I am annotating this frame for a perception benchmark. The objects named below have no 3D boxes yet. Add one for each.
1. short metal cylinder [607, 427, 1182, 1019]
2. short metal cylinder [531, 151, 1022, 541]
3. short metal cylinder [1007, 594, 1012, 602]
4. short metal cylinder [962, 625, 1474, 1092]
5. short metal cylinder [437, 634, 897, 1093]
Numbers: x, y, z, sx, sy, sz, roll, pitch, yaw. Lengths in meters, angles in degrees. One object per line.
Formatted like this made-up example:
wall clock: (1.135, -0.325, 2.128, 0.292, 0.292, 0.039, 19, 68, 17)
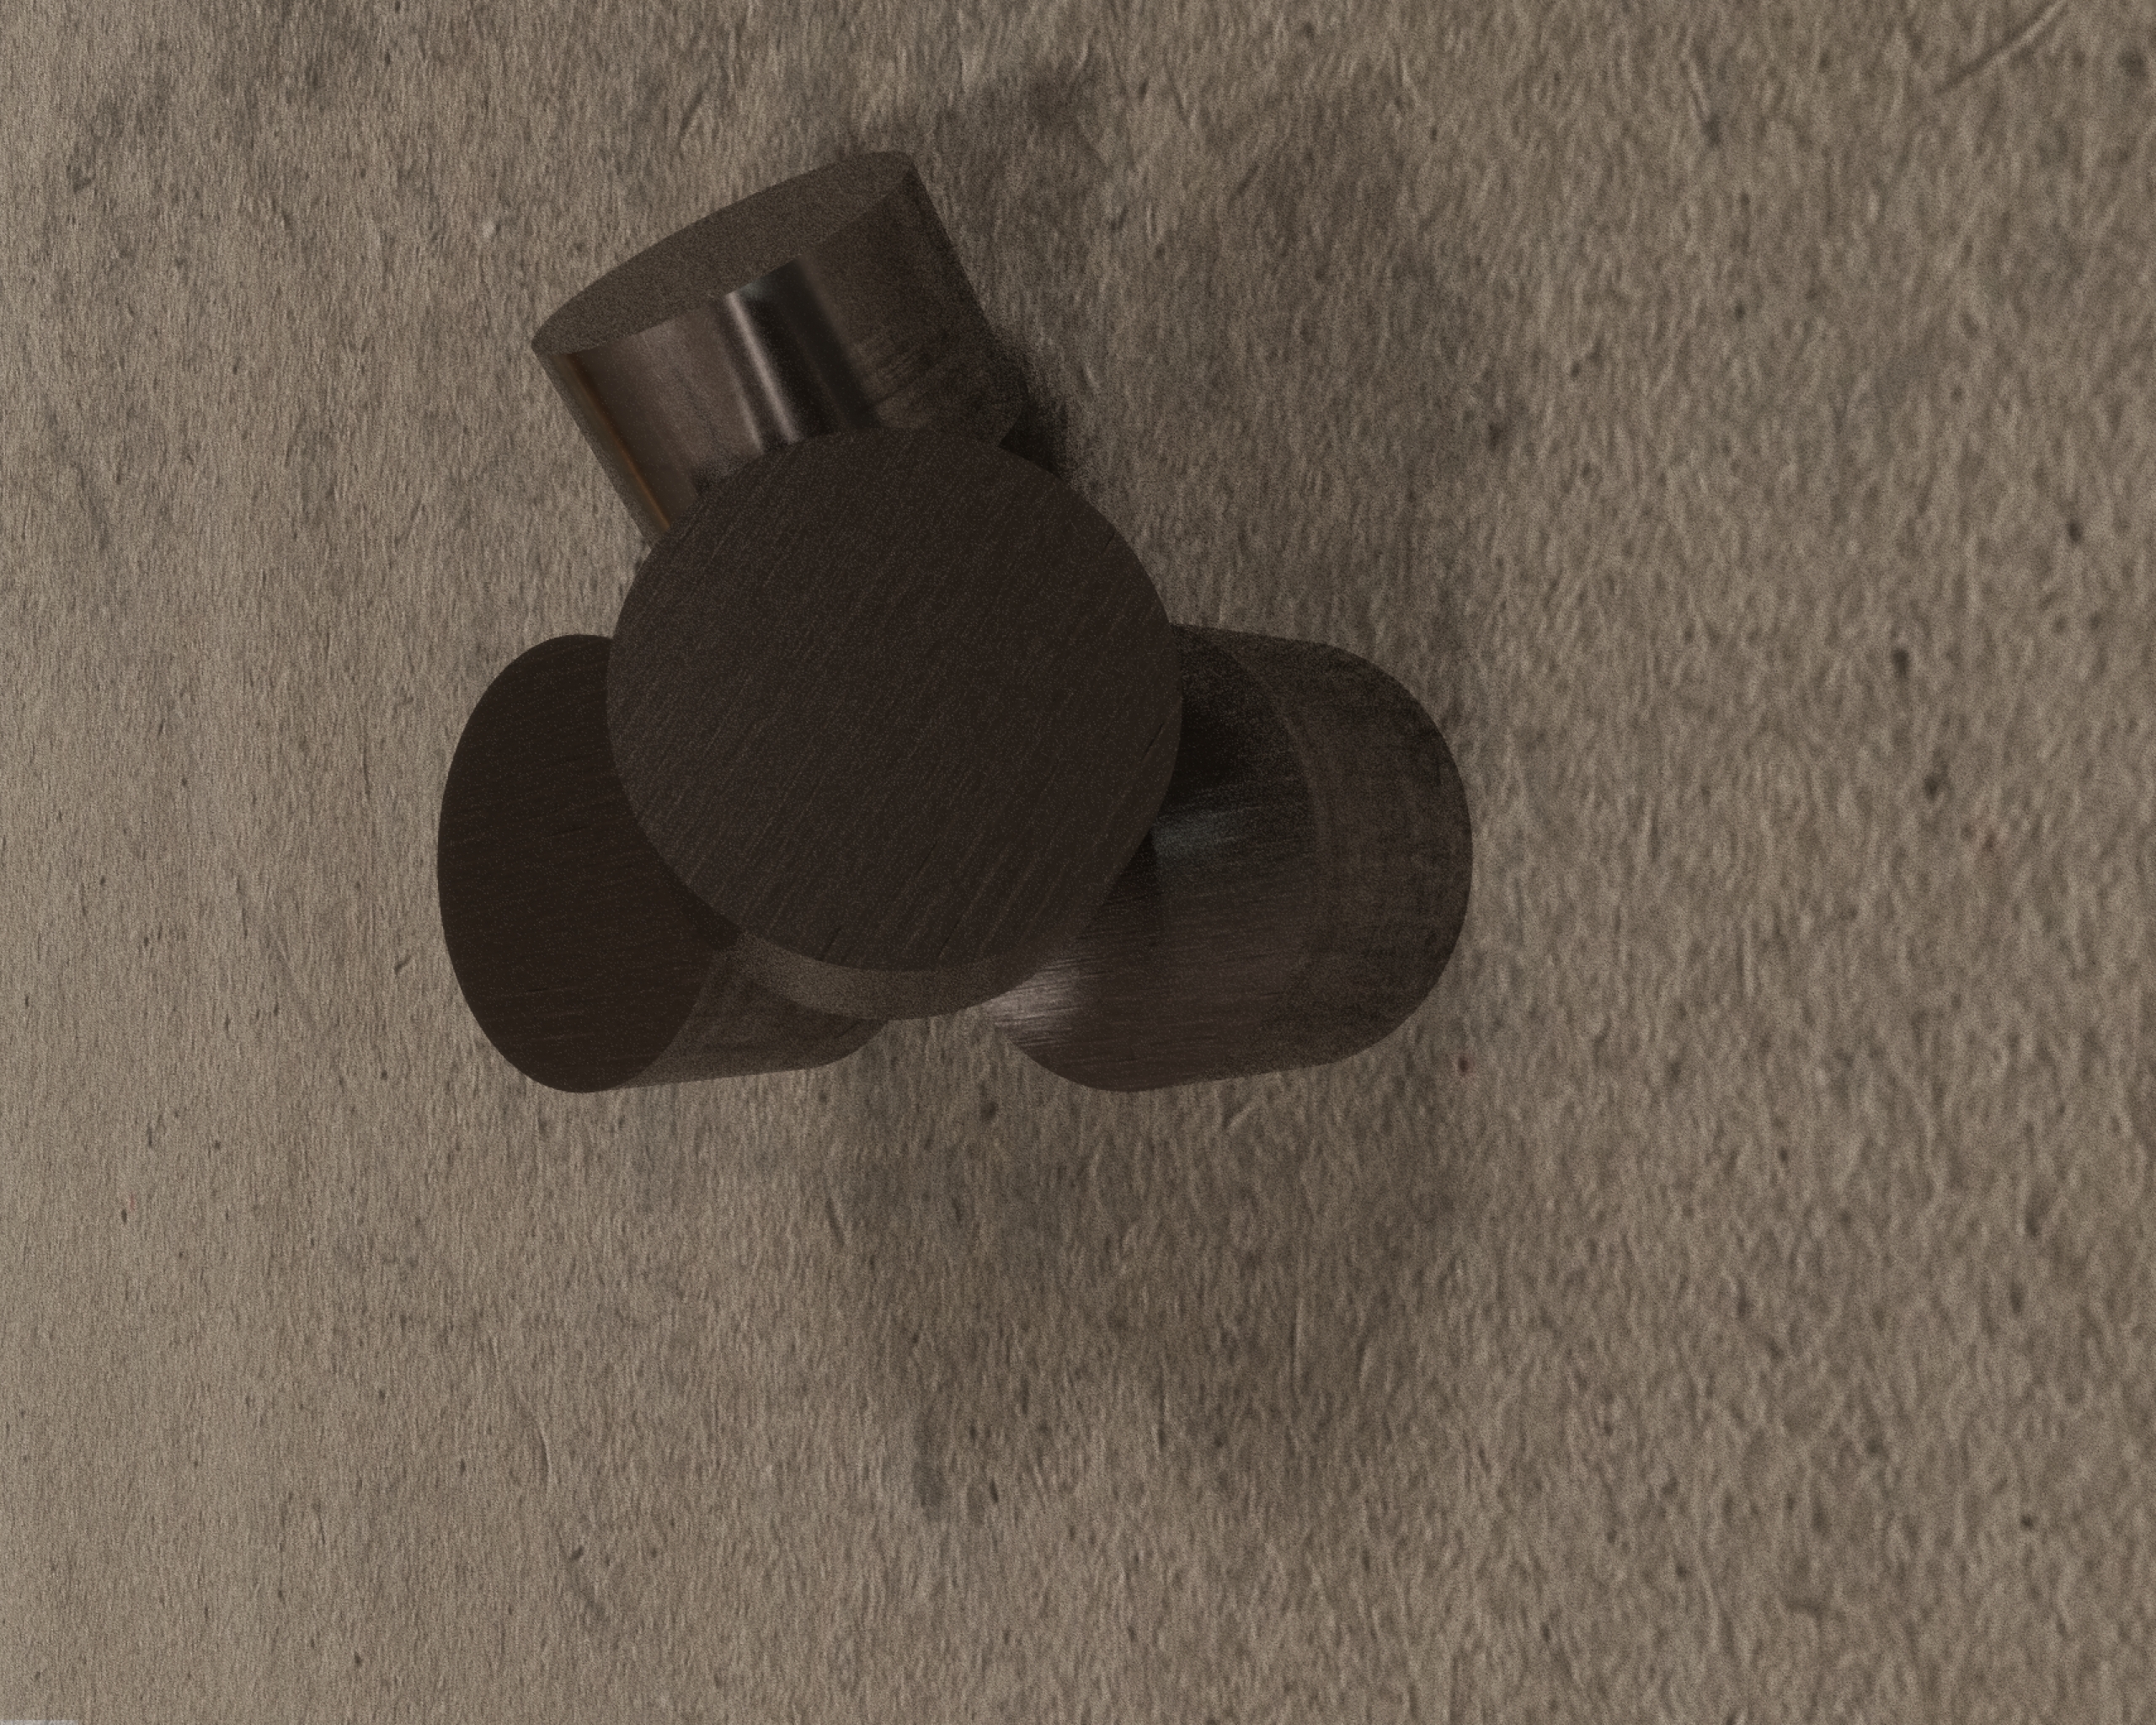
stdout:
short metal cylinder: (-0.028, -0.019, 0.317, 0.050, 0.081, 0.080, 118, 140, -76)
short metal cylinder: (-0.058, -0.097, 0.408, 0.080, 0.080, 0.050, 0, 129, 39)
short metal cylinder: (-0.047, -0.022, 0.427, 0.080, 0.050, 0.079, 0, 90, 39)
short metal cylinder: (0.022, -0.001, 0.370, 0.080, 0.050, 0.079, 0, 90, 39)
short metal cylinder: (-0.072, 0.000, 0.381, 0.080, 0.050, 0.079, 0, 90, 39)
